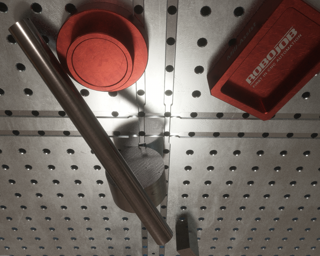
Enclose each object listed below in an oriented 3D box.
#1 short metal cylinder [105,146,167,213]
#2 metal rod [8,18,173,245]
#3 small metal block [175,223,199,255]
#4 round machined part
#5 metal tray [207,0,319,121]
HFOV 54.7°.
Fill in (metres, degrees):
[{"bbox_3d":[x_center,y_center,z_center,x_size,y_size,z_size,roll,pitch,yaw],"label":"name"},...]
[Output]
[{"bbox_3d":[-0.032,0.072,0.436,0.080,0.080,0.050,-4,130,3],"label":"short metal cylinder"},{"bbox_3d":[-0.070,0.016,0.357,0.025,0.025,0.299,-26,105,20],"label":"metal rod"},{"bbox_3d":[0.051,0.215,0.579,0.025,0.050,0.050,-20,128,16],"label":"small metal block"},{"bbox_3d":[-0.061,-0.079,0.333,0.099,0.042,0.097,0,130,0],"label":"round machined part"},{"bbox_3d":[0.126,-0.075,0.345,0.091,0.030,0.129,23,126,-19],"label":"metal tray"}]
